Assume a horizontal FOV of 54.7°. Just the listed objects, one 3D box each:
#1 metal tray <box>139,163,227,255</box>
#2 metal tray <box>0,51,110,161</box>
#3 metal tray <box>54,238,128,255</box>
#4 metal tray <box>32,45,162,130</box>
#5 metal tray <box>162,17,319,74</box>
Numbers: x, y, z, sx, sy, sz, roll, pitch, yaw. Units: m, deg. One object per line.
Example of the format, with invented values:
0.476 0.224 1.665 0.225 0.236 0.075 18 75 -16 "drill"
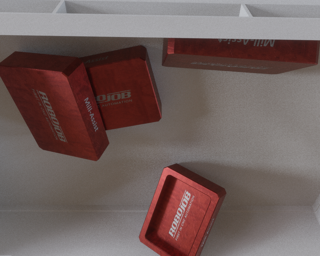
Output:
0.030 0.129 0.452 0.090 0.030 0.129 26 105 26 "metal tray"
-0.119 -0.022 0.361 0.090 0.030 0.129 9 135 19 "metal tray"
-0.143 0.275 0.641 0.130 0.030 0.090 -19 128 15 "metal tray"
-0.070 -0.040 0.371 0.131 0.030 0.090 -10 130 7 "metal tray"
0.070 -0.076 0.302 0.131 0.090 0.030 3 94 -4 "metal tray"
